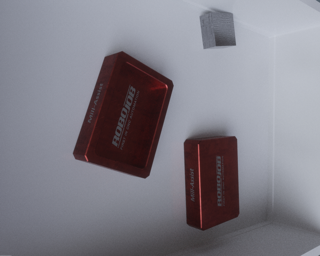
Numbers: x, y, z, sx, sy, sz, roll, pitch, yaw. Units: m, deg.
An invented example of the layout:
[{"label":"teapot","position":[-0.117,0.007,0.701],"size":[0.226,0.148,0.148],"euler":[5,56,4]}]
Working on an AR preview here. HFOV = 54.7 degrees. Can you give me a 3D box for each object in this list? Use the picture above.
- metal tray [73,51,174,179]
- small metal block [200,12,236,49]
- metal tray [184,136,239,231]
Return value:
[{"label":"metal tray","position":[-0.039,-0.013,0.371],"size":[0.090,0.030,0.130],"euler":[25,74,-38]},{"label":"small metal block","position":[0.091,-0.152,0.485],"size":[0.050,0.025,0.050],"euler":[-14,100,-39]},{"label":"metal tray","position":[0.081,0.079,0.474],"size":[0.091,0.030,0.129],"euler":[-4,93,-40]}]
